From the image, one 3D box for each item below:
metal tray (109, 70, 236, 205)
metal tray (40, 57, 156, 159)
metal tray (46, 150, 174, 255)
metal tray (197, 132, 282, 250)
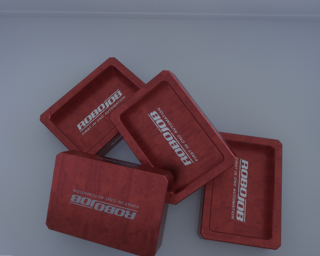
[{"bbox_3d":[0.014,0.010,0.360,0.090,0.030,0.130,-38,82,12],"label":"metal tray"},{"bbox_3d":[-0.079,-0.023,0.414,0.090,0.030,0.130,42,75,14],"label":"metal tray"},{"bbox_3d":[-0.057,0.081,0.348,0.130,0.030,0.089,11,94,13],"label":"metal tray"},{"bbox_3d":[0.099,0.074,0.380,0.091,0.030,0.130,8,70,3],"label":"metal tray"}]
